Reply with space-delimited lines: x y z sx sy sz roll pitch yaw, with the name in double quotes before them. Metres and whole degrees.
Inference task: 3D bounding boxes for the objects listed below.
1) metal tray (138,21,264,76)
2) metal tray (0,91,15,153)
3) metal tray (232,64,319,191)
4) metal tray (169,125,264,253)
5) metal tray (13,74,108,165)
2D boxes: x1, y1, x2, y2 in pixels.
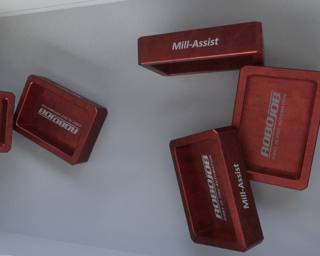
"metal tray" 0.051 -0.086 0.357 0.130 0.090 0.030 -2 90 20
"metal tray" -0.274 -0.013 0.425 0.030 0.131 0.089 1 87 43
"metal tray" 0.130 -0.003 0.355 0.090 0.030 0.129 10 98 19
"metal tray" 0.061 0.069 0.360 0.090 0.030 0.129 -19 82 55
"metal tray" -0.152 -0.014 0.461 0.130 0.030 0.090 27 99 18
